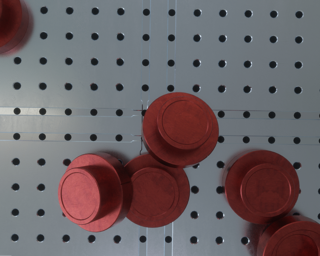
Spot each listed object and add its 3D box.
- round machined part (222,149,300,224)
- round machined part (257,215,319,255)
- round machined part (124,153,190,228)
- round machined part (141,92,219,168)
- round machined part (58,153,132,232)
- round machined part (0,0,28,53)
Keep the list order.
[{"bbox_3d":[0.135,0.078,0.406,0.099,0.042,0.097,0,90,0],"label":"round machined part"},{"bbox_3d":[0.174,0.161,0.403,0.099,0.042,0.097,0,95,-3],"label":"round machined part"},{"bbox_3d":[-0.010,0.082,0.405,0.099,0.042,0.097,0,90,0],"label":"round machined part"},{"bbox_3d":[0.027,-0.001,0.390,0.099,0.042,0.098,3,72,-8],"label":"round machined part"},{"bbox_3d":[-0.086,0.080,0.384,0.098,0.042,0.097,0,90,29],"label":"round machined part"},{"bbox_3d":[-0.230,-0.150,0.403,0.099,0.042,0.097,0,90,0],"label":"round machined part"}]
